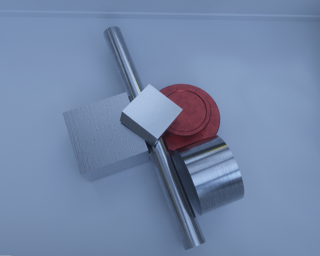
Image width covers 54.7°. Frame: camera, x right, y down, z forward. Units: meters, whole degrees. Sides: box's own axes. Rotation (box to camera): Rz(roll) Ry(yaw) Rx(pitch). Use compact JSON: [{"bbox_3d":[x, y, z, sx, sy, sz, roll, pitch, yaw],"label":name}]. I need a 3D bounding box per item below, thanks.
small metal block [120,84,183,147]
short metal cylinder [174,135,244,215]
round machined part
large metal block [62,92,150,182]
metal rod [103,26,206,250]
[{"bbox_3d":[-0.010,-0.015,0.362,0.050,0.025,0.050,38,63,5],"label":"small metal block"},{"bbox_3d":[0.055,0.054,0.360,0.050,0.080,0.080,-20,72,-7],"label":"short metal cylinder"},{"bbox_3d":[0.030,-0.015,0.404,0.099,0.042,0.098,0,70,-1],"label":"round machined part"},{"bbox_3d":[-0.065,0.012,0.387,0.081,0.050,0.080,-19,71,-7],"label":"large metal block"},{"bbox_3d":[-0.014,-0.002,0.386,0.025,0.025,0.299,-20,71,-7],"label":"metal rod"}]
